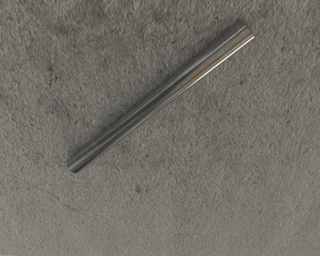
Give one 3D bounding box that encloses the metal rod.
[{"bbox_3d":[-0.017,-0.024,0.386,0.299,0.025,0.025,-36,122,26],"label":"metal rod"}]
